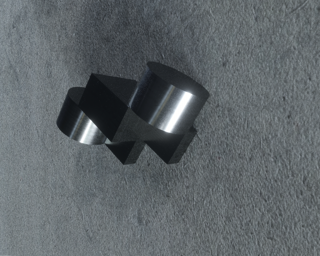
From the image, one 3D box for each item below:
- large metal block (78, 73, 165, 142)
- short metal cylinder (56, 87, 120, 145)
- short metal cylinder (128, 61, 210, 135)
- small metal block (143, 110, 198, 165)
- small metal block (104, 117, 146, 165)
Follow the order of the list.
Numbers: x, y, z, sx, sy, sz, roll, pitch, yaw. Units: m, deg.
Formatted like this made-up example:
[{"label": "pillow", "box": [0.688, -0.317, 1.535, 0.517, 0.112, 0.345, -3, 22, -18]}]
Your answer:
[{"label": "large metal block", "box": [-0.046, -0.026, 0.410, 0.080, 0.081, 0.050, 42, 115, 31]}, {"label": "short metal cylinder", "box": [-0.105, -0.019, 0.457, 0.080, 0.081, 0.050, 43, 116, 31]}, {"label": "short metal cylinder", "box": [0.010, -0.036, 0.362, 0.080, 0.081, 0.050, 43, 116, 31]}, {"label": "small metal block", "box": [0.012, 0.011, 0.397, 0.050, 0.025, 0.050, 43, 116, 31]}, {"label": "small metal block", "box": [-0.048, 0.017, 0.447, 0.050, 0.025, 0.050, 43, 116, 31]}]
